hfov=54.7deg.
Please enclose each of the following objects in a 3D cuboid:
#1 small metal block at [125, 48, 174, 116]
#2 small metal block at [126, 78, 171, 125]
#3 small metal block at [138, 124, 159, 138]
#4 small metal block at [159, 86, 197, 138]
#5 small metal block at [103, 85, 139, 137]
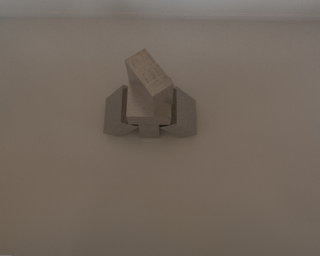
[{"bbox_3d":[-0.011,-0.048,0.331,0.025,0.050,0.050,-34,73,-11],"label":"small metal block"},{"bbox_3d":[-0.012,-0.032,0.365,0.050,0.025,0.050,1,70,0],"label":"small metal block"},{"bbox_3d":[-0.013,-0.019,0.401,0.025,0.050,0.050,1,70,0],"label":"small metal block"},{"bbox_3d":[0.024,-0.019,0.399,0.025,0.050,0.050,-13,66,32],"label":"small metal block"},{"bbox_3d":[-0.049,-0.021,0.398,0.025,0.050,0.050,13,66,-31],"label":"small metal block"}]
